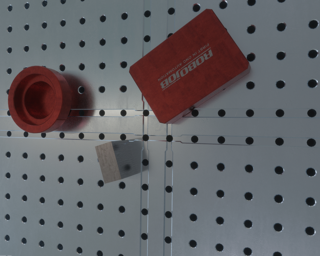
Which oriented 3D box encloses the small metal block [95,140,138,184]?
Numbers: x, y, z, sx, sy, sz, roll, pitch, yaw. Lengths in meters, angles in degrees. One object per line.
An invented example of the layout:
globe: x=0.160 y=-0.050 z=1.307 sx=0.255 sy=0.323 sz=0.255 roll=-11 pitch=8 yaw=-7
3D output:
small metal block: x=-0.058 y=0.044 z=0.420 sx=0.025 sy=0.050 sz=0.050 roll=-18 pitch=84 yaw=19

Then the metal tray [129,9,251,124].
metal tray: x=0.036 y=-0.075 z=0.397 sx=0.130 sy=0.030 sz=0.090 roll=-34 pitch=79 yaw=16

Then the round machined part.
round machined part: x=-0.173 y=-0.041 z=0.465 sx=0.098 sy=0.042 sz=0.097 roll=0 pitch=90 yaw=20
